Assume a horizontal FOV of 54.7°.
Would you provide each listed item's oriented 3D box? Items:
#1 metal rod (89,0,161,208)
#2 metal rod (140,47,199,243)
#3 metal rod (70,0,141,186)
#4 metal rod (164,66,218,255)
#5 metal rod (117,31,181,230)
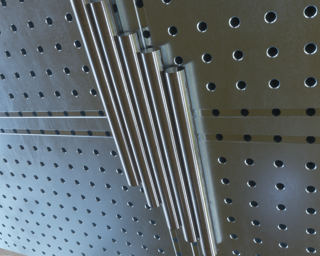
[{"bbox_3d":[-0.038,-0.015,0.419,0.025,0.025,0.298,1,119,27],"label":"metal rod"},{"bbox_3d":[0.020,0.040,0.424,0.025,0.025,0.298,1,119,27],"label":"metal rod"},{"bbox_3d":[-0.068,-0.048,0.415,0.025,0.025,0.298,1,119,27],"label":"metal rod"},{"bbox_3d":[0.048,0.063,0.423,0.025,0.025,0.298,1,119,27],"label":"metal rod"},{"bbox_3d":[-0.007,0.021,0.425,0.025,0.025,0.298,1,119,27],"label":"metal rod"}]
